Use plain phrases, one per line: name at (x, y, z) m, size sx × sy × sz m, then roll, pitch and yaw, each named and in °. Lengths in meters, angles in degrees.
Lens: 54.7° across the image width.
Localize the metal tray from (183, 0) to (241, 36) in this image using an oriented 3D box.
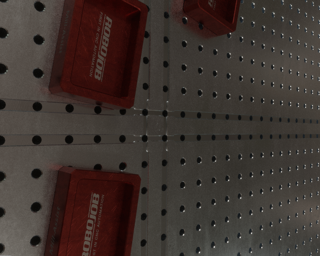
metal tray at (0.088, -0.223, 0.481) m, size 0.091 × 0.030 × 0.129 m, roll 18°, pitch 79°, yaw -39°

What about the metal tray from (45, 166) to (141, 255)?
metal tray at (-0.074, 0.112, 0.345) m, size 0.091 × 0.030 × 0.129 m, roll 13°, pitch 82°, yaw -40°

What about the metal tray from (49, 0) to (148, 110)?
metal tray at (-0.066, -0.093, 0.351) m, size 0.091 × 0.030 × 0.129 m, roll 13°, pitch 82°, yaw -40°
